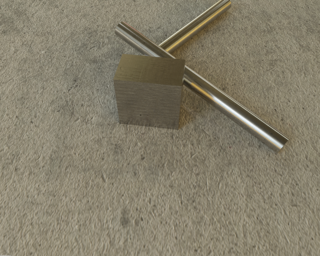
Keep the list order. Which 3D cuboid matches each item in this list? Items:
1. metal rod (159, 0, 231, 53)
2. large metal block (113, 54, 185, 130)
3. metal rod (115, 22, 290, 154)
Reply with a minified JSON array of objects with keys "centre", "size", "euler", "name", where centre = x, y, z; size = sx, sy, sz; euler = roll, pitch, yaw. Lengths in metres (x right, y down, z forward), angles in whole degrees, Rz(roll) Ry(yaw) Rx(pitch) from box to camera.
[{"centre":[0.035,-0.156,0.534],"size":[0.025,0.025,0.301],"euler":[32,57,23],"name":"metal rod"},{"centre":[-0.012,-0.046,0.406],"size":[0.080,0.080,0.050],"euler":[6,50,5],"name":"large metal block"},{"centre":[0.046,-0.067,0.439],"size":[0.300,0.025,0.025],"euler":[40,60,20],"name":"metal rod"}]
